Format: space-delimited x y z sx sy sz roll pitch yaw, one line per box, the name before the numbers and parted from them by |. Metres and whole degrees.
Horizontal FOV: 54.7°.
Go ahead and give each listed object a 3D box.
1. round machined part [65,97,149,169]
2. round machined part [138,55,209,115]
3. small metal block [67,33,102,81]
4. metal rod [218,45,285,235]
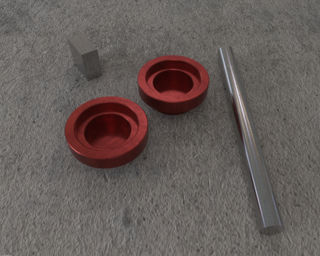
round machined part | -0.063 0.010 0.384 0.099 0.042 0.098 0 50 0
round machined part | 0.018 -0.057 0.440 0.099 0.042 0.098 0 50 0
small metal block | -0.116 -0.109 0.478 0.025 0.050 0.050 -27 55 -21
metal rod | 0.111 -0.010 0.412 0.025 0.025 0.300 -1 50 -1
